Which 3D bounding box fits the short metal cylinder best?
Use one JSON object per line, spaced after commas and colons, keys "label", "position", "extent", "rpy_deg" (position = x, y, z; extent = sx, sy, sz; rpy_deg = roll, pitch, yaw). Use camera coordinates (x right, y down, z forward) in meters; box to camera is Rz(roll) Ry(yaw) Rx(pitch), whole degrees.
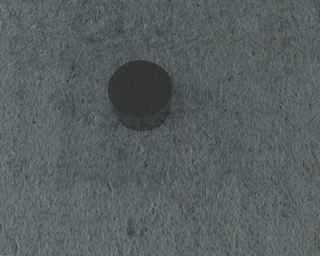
{"label": "short metal cylinder", "position": [-0.025, -0.042, 0.410], "extent": [0.080, 0.050, 0.080], "rpy_deg": [0, 70, 0]}
